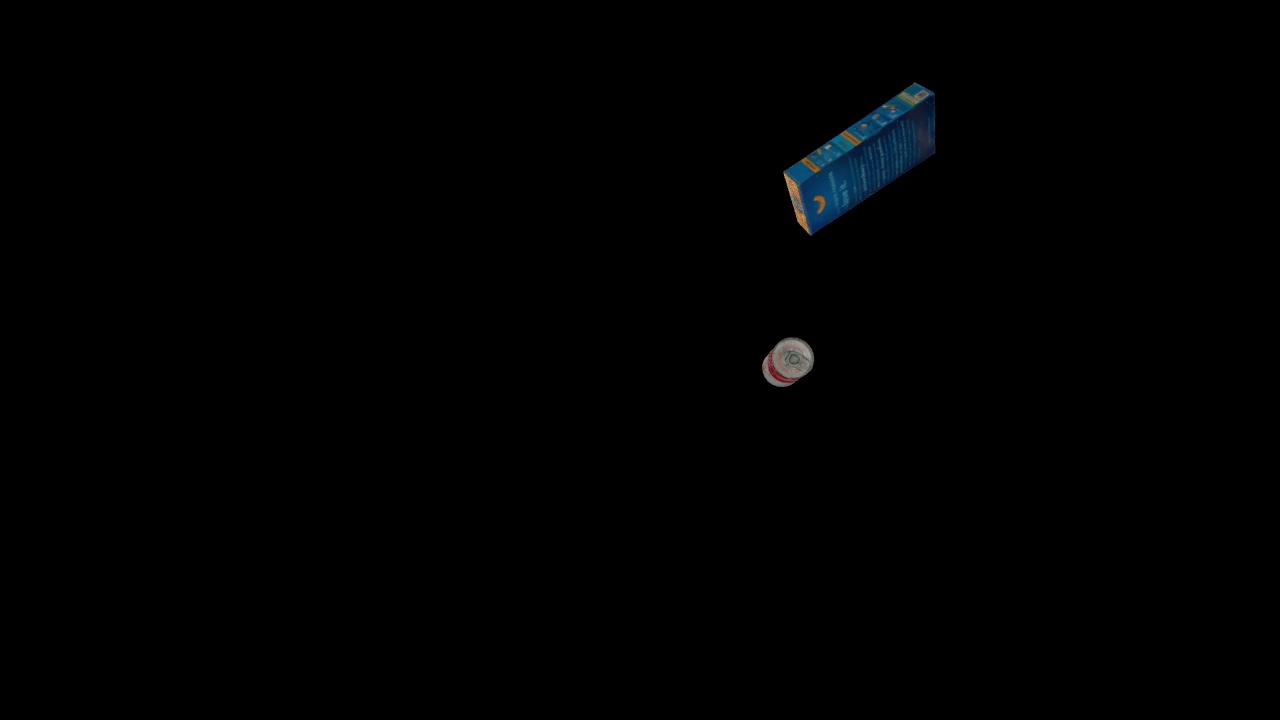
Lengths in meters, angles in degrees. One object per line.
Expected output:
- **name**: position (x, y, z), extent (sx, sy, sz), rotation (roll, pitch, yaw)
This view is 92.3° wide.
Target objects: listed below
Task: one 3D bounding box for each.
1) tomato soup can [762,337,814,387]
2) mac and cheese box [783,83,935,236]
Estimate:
- **tomato soup can**: position (0.243, 0.006, 1.023), extent (0.068, 0.068, 0.101), rotation (0, -11, 1)
- **mac and cheese box**: position (0.269, -0.241, 0.748), extent (0.184, 0.041, 0.093), rotation (-33, -38, 4)
